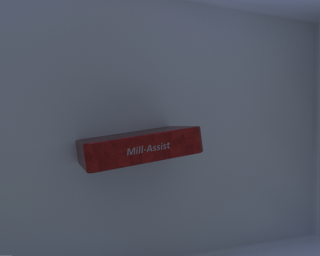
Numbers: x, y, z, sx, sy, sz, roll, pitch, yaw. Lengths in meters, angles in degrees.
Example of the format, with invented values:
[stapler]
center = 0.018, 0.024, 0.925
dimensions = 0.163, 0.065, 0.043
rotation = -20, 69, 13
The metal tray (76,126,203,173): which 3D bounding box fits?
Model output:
[metal tray]
center = -0.027, 0.021, 0.366
dimensions = 0.131, 0.090, 0.030
rotation = -8, 93, -20
